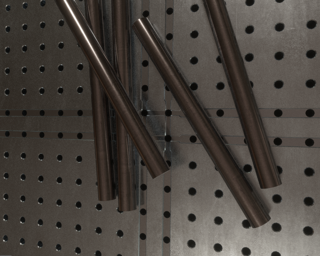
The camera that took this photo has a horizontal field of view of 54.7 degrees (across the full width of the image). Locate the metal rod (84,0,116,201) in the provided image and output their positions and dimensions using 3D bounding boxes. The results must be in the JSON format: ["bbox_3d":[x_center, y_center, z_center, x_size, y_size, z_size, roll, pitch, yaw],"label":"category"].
[{"bbox_3d":[-0.086,-0.048,0.441,0.025,0.025,0.298,-5,88,19],"label":"metal rod"}]

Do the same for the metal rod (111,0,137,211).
[{"bbox_3d":[-0.050,-0.037,0.429,0.025,0.025,0.298,-2,89,19],"label":"metal rod"}]

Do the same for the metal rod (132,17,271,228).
[{"bbox_3d":[0.047,-0.014,0.395,0.025,0.025,0.299,-33,80,17],"label":"metal rod"}]

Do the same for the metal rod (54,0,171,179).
[{"bbox_3d":[-0.071,-0.070,0.408,0.025,0.025,0.299,-33,80,17],"label":"metal rod"}]

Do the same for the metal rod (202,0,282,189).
[{"bbox_3d":[0.091,-0.075,0.380,0.025,0.025,0.298,-18,84,19],"label":"metal rod"}]
